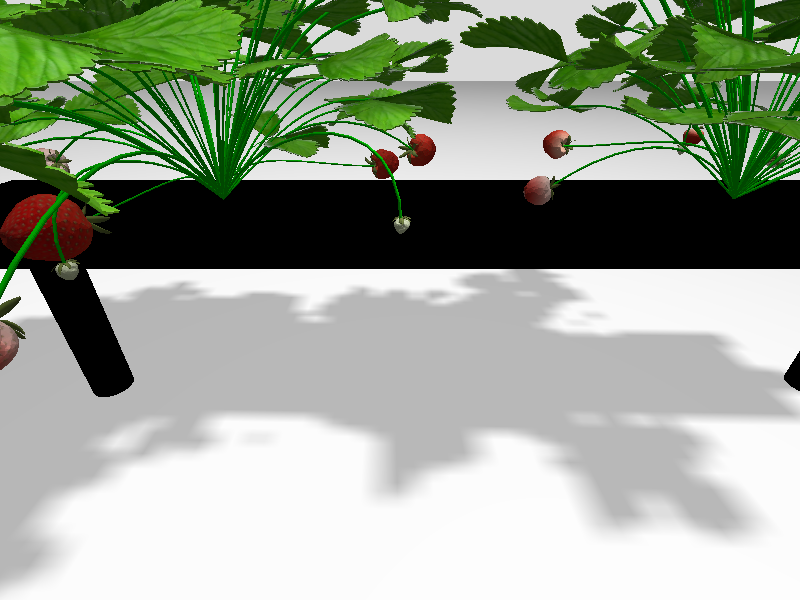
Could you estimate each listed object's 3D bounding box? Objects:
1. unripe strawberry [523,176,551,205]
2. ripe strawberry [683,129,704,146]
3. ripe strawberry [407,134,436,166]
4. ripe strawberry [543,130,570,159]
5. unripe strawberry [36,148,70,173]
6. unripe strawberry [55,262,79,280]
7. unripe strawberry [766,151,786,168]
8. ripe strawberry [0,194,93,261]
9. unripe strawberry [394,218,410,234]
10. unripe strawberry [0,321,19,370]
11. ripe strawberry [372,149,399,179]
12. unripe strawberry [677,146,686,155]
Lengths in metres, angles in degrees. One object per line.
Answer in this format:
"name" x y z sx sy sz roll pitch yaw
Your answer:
"unripe strawberry" 0.113 -0.090 0.331 0.022 0.023 0.020 -13 31 1
"ripe strawberry" 0.409 -0.227 0.558 0.024 0.022 0.022 13 33 21
"ripe strawberry" 0.026 -0.170 0.455 0.034 0.035 0.031 -10 30 -35
"ripe strawberry" 0.196 -0.198 0.508 0.032 0.034 0.035 -15 33 -24
"unripe strawberry" -0.358 -0.138 0.408 0.032 0.031 0.030 -2 28 23
"unripe strawberry" -0.175 -0.015 0.211 0.009 0.010 0.010 3 31 6
"unripe strawberry" 0.426 -0.159 0.454 0.018 0.018 0.016 -15 32 -41
"ripe strawberry" -0.207 -0.040 0.233 0.038 0.040 0.041 12 33 19
"unripe strawberry" 0.001 -0.047 0.253 0.010 0.010 0.011 19 35 29
"unripe strawberry" -0.157 0.017 0.142 0.026 0.030 0.028 0 42 0
"ripe strawberry" -0.014 -0.138 0.406 0.028 0.030 0.026 -14 33 -23
"unripe strawberry" 0.367 -0.195 0.522 0.010 0.011 0.011 10 32 17
